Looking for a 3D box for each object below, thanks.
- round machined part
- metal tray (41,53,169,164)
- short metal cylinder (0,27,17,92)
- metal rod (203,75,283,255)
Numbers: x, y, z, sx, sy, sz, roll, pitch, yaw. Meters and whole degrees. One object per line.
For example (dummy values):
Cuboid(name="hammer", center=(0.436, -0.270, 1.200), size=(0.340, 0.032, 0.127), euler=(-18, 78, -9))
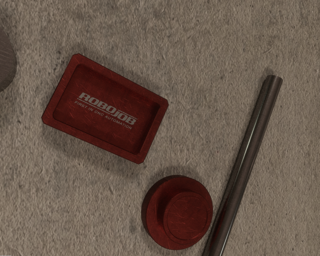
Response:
Cuboid(name="round machined part", center=(0.028, 0.114, 0.412), size=(0.099, 0.042, 0.097), euler=(0, 90, -21))
Cuboid(name="metal tray", center=(-0.065, -0.021, 0.382), size=(0.131, 0.030, 0.090), euler=(26, 81, -19))
Cuboid(name="short metal cylinder", center=(-0.196, -0.073, 0.323), size=(0.081, 0.050, 0.079), euler=(0, 90, -21))
Cuboid(name="metal rod", center=(0.122, 0.062, 0.455), size=(0.025, 0.025, 0.299), euler=(24, 82, -19))
